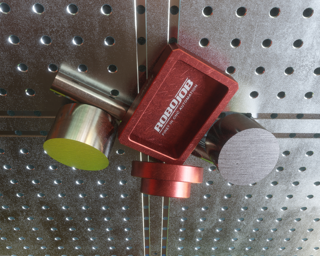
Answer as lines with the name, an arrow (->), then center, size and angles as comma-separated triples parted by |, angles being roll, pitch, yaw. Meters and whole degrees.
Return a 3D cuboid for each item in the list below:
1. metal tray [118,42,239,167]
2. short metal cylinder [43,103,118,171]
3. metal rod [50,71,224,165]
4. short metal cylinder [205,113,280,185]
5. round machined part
metal tray -> 0.019, -0.023, 0.370 | 0.090, 0.030, 0.129 | 25, 112, -20
short metal cylinder -> -0.097, 0.013, 0.390 | 0.080, 0.050, 0.080 | 8, 147, 5
metal rod -> 0.004, 0.005, 0.415 | 0.302, 0.025, 0.025 | 25, 126, -20
short metal cylinder -> 0.105, 0.027, 0.403 | 0.081, 0.050, 0.079 | -4, 114, -10
round machined part -> 0.009, 0.071, 0.425 | 0.099, 0.042, 0.098 | 6, 173, 1
